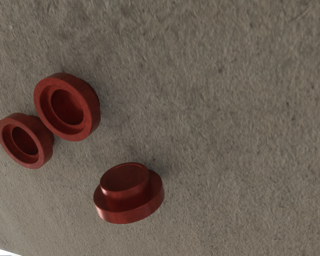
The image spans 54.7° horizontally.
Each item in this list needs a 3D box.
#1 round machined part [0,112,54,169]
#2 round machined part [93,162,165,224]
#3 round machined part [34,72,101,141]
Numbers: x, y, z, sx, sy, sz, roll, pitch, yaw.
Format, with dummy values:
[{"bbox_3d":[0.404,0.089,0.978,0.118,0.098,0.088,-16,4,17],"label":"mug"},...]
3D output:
[{"bbox_3d":[-0.219,0.017,0.519,0.098,0.042,0.097,13,124,20],"label":"round machined part"},{"bbox_3d":[-0.046,0.084,0.434,0.098,0.098,0.042,3,120,26],"label":"round machined part"},{"bbox_3d":[-0.125,-0.033,0.439,0.098,0.042,0.097,13,124,20],"label":"round machined part"}]
